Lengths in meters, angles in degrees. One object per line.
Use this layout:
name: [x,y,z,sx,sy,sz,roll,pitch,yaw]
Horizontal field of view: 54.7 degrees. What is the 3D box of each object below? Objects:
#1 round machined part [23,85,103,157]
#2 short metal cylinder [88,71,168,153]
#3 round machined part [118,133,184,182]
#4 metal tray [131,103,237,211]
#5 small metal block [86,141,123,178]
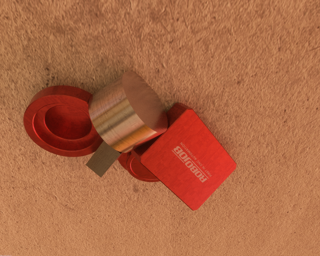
round machined part: [-0.112,-0.012,0.385,0.099,0.042,0.097,-1,130,0]
short metal cylinder: [-0.035,-0.018,0.358,0.050,0.080,0.080,-31,124,23]
round machined part: [-0.011,0.038,0.430,0.099,0.042,0.097,-1,130,0]
metal tray: [0.036,0.041,0.412,0.090,0.030,0.130,-46,122,-5]
small metal block: [-0.060,0.028,0.391,0.025,0.050,0.050,41,122,-1]
